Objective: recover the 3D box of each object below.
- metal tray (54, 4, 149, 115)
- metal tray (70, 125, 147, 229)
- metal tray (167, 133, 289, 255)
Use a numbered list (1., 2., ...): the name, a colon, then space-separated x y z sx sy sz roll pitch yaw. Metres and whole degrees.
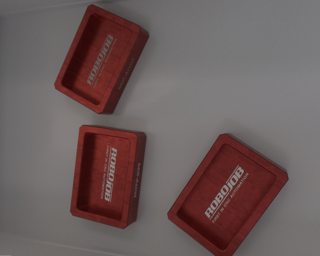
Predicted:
1. metal tray: -0.084 -0.095 0.437 0.090 0.030 0.129 30 99 17
2. metal tray: -0.073 0.065 0.433 0.090 0.030 0.129 8 93 19
3. metal tray: 0.080 0.082 0.379 0.090 0.030 0.129 35 101 16
